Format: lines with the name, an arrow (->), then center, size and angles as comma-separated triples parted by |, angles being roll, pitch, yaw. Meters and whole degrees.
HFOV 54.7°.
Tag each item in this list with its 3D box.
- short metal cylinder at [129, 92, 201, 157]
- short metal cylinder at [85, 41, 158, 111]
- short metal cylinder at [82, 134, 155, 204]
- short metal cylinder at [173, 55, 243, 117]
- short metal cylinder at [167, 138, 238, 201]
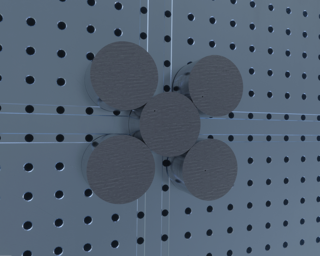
short metal cylinder -> 0.005, -0.005, 0.402 | 0.081, 0.050, 0.079 | 0, 90, -21
short metal cylinder -> -0.048, -0.061, 0.381 | 0.081, 0.050, 0.079 | 0, 90, -21
short metal cylinder -> -0.052, 0.048, 0.380 | 0.081, 0.050, 0.079 | 0, 90, -21
short metal cylinder -> 0.065, -0.054, 0.422 | 0.081, 0.050, 0.079 | 0, 90, -21
short metal cylinder -> 0.057, 0.053, 0.421 | 0.081, 0.050, 0.079 | 0, 90, -21
